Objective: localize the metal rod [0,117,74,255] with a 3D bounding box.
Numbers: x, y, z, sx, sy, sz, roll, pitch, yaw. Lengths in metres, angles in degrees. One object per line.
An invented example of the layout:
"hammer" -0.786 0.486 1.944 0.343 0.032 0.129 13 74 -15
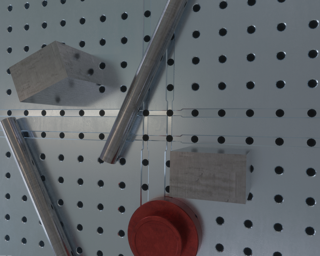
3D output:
"metal rod" -0.178 0.120 0.475 0.025 0.025 0.299 -30 81 17

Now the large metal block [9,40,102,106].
"large metal block" -0.143 -0.072 0.434 0.080 0.080 0.050 -23 83 18

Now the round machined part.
"round machined part" 0.002 0.143 0.403 0.098 0.042 0.097 0 90 20

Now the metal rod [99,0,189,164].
"metal rod" -0.012 -0.089 0.416 0.025 0.025 0.298 27 99 18

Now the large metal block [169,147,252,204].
"large metal block" 0.062 0.051 0.361 0.080 0.080 0.050 1 91 20
